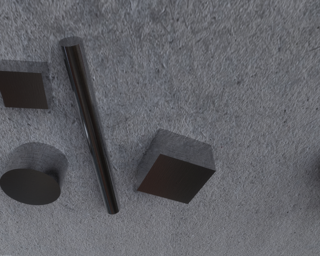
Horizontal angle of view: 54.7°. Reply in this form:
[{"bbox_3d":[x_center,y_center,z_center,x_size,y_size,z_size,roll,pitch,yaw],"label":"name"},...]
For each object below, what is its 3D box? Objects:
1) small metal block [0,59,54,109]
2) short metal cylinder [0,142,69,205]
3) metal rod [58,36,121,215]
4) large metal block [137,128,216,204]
[{"bbox_3d":[-0.157,-0.050,0.362,0.050,0.025,0.050,3,130,-3],"label":"small metal block"},{"bbox_3d":[-0.178,0.066,0.445,0.081,0.050,0.079,0,130,0],"label":"short metal cylinder"},{"bbox_3d":[-0.087,0.022,0.424,0.025,0.025,0.298,-3,130,2],"label":"metal rod"},{"bbox_3d":[0.021,0.056,0.439,0.081,0.050,0.079,19,128,-16],"label":"large metal block"}]
